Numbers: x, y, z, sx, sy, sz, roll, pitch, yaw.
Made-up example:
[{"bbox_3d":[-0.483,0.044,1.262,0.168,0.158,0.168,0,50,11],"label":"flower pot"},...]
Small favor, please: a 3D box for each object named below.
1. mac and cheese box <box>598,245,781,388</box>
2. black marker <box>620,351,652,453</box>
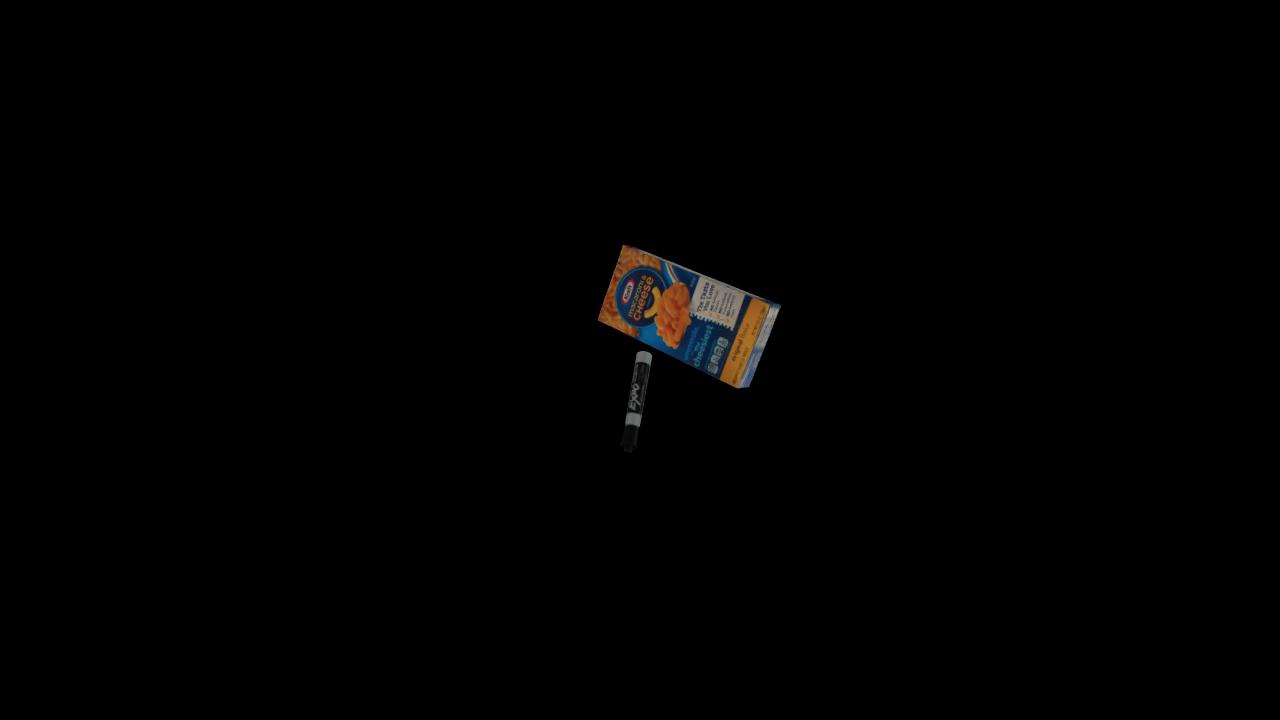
[{"bbox_3d":[0.047,-0.049,0.654,0.184,0.093,0.041,26,16,28],"label":"mac and cheese box"},{"bbox_3d":[-0.004,0.046,0.690,0.020,0.121,0.020,8,-28,4],"label":"black marker"}]
